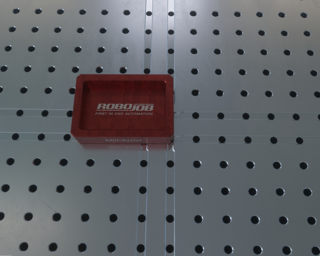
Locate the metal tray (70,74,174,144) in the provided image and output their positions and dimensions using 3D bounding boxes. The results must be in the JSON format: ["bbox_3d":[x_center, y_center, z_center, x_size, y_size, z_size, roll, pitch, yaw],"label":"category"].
[{"bbox_3d":[-0.047,-0.026,0.418,0.131,0.030,0.090,0,70,0],"label":"metal tray"}]
